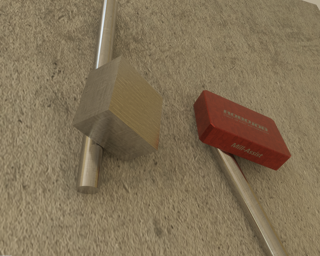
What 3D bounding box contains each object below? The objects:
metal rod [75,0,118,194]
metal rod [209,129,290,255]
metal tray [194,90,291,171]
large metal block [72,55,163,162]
[{"bbox_3d":[-0.077,-0.063,0.401,0.025,0.025,0.299,13,56,-21],"label":"metal rod"},{"bbox_3d":[0.130,0.123,0.400,0.025,0.025,0.299,-14,69,-34],"label":"metal rod"},{"bbox_3d":[0.116,0.002,0.446,0.131,0.030,0.090,21,35,-16],"label":"metal tray"},{"bbox_3d":[-0.043,-0.020,0.353,0.080,0.050,0.080,43,39,-38],"label":"large metal block"}]
